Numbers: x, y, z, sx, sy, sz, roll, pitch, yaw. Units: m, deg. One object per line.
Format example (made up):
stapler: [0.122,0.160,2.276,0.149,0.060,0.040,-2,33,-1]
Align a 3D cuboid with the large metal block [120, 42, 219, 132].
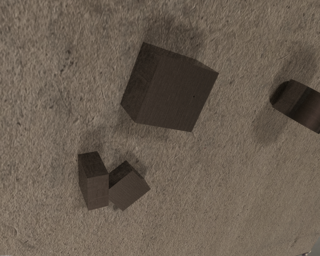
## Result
large metal block: [0.010,-0.046,0.369,0.081,0.050,0.079,10,114,-33]

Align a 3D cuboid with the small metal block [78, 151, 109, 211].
small metal block: [-0.084,0.065,0.386,0.025,0.050,0.050,-9,122,-24]

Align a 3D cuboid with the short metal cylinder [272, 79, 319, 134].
short metal cylinder: [0.222,-0.033,0.475,0.080,0.080,0.050,19,108,-36]

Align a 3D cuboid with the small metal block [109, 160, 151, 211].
small metal block: [-0.049,0.081,0.431,0.050,0.025,0.050,-39,130,-3]
